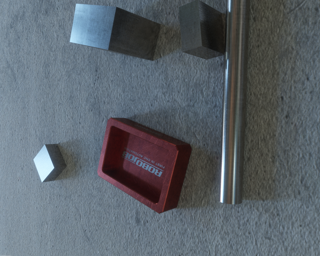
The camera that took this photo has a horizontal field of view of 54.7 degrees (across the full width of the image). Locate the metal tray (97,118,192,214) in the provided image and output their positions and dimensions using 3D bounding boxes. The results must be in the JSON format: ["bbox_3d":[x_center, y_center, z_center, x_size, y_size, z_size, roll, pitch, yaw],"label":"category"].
[{"bbox_3d":[-0.026,0.045,0.421,0.130,0.030,0.089,22,104,37],"label":"metal tray"}]

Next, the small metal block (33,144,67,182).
[{"bbox_3d":[-0.203,0.064,0.569,0.050,0.025,0.050,-44,64,30],"label":"small metal block"}]

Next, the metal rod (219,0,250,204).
[{"bbox_3d":[0.082,-0.069,0.335,0.025,0.025,0.298,3,92,39],"label":"metal rod"}]

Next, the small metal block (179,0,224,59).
[{"bbox_3d":[0.048,-0.108,0.348,0.025,0.050,0.050,-7,86,39],"label":"small metal block"}]

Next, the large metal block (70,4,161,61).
[{"bbox_3d":[-0.060,-0.128,0.416,0.080,0.081,0.050,21,103,37],"label":"large metal block"}]
